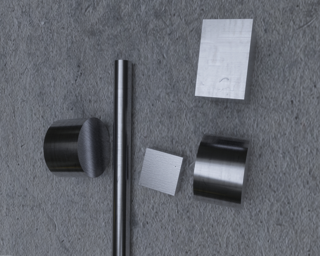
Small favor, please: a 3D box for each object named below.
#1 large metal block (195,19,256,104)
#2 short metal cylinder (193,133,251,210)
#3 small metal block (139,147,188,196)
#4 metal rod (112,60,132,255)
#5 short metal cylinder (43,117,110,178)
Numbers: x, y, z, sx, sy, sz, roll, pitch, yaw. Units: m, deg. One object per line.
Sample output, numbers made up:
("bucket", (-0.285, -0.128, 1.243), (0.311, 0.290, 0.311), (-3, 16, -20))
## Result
("large metal block", (0.078, -0.071, 0.352), (0.050, 0.080, 0.079), (7, 92, 20))
("short metal cylinder", (0.073, 0.048, 0.354), (0.050, 0.080, 0.079), (7, 93, 20))
("small metal block", (0.005, 0.055, 0.407), (0.050, 0.025, 0.050), (14, 95, 19))
("metal rod", (-0.053, 0.058, 0.427), (0.025, 0.025, 0.298), (1, 90, 20))
("short metal cylinder", (-0.109, 0.027, 0.418), (0.050, 0.080, 0.080), (-3, 89, 20))
